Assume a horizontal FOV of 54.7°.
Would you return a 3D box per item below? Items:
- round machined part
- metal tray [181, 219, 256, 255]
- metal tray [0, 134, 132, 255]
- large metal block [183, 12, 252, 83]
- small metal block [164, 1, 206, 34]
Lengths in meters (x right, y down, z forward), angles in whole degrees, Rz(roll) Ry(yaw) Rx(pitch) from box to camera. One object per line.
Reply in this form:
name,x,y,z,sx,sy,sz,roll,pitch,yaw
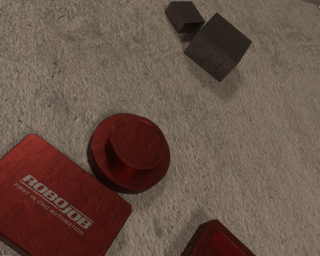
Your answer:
round machined part,-0.031,0.024,0.363,0.099,0.042,0.098,14,56,-21
metal tray,0.053,0.174,0.324,0.090,0.030,0.131,44,51,2
metal tray,-0.104,0.077,0.298,0.130,0.030,0.090,38,51,-3
large metal block,0.099,-0.138,0.528,0.080,0.050,0.080,39,51,-2
small metal block,0.044,-0.197,0.550,0.050,0.025,0.050,-18,71,-35
